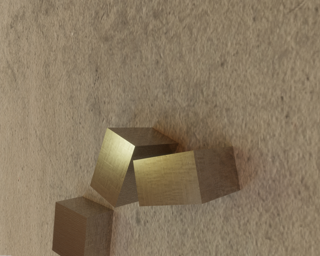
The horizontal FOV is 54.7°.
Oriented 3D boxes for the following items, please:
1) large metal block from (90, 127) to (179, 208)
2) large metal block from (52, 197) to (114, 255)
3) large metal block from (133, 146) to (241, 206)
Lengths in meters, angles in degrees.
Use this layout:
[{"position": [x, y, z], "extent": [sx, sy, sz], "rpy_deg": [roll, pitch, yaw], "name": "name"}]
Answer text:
[{"position": [-0.032, 0.046, 0.393], "extent": [0.050, 0.081, 0.079], "rpy_deg": [30, 109, 36], "name": "large metal block"}, {"position": [-0.122, 0.161, 0.487], "extent": [0.080, 0.050, 0.079], "rpy_deg": [9, 96, 39], "name": "large metal block"}, {"position": [0.030, 0.053, 0.343], "extent": [0.080, 0.081, 0.050], "rpy_deg": [-14, 81, 39], "name": "large metal block"}]
